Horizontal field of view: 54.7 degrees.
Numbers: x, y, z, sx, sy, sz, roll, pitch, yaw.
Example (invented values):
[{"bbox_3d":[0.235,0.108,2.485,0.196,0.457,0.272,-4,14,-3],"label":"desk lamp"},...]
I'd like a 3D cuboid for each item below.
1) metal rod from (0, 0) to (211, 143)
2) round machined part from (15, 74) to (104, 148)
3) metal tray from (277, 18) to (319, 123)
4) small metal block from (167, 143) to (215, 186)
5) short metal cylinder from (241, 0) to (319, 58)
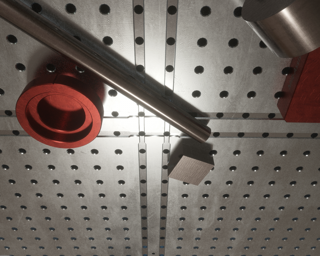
[{"bbox_3d":[-0.056,-0.062,0.358,0.301,0.025,0.025,31,123,-25],"label":"metal rod"},{"bbox_3d":[-0.118,-0.024,0.378,0.099,0.042,0.097,-1,130,0],"label":"round machined part"},{"bbox_3d":[0.200,-0.064,0.357,0.091,0.030,0.129,1,130,-2],"label":"metal tray"},{"bbox_3d":[0.045,0.055,0.459,0.050,0.025,0.050,19,128,-16],"label":"small metal block"},{"bbox_3d":[0.123,-0.112,0.283,0.050,0.080,0.080,37,121,-27],"label":"short metal cylinder"}]
